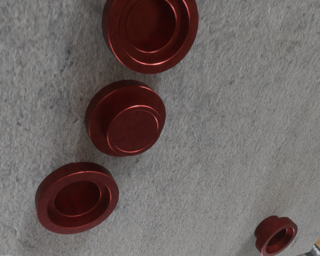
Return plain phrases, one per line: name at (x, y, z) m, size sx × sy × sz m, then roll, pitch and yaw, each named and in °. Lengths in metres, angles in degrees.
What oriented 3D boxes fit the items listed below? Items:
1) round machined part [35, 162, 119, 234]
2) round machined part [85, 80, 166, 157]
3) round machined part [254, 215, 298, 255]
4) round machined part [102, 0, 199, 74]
round machined part at (-0.105, 0.082, 0.390) m, size 0.099 × 0.042 × 0.097 m, roll -14°, pitch 125°, yaw -21°
round machined part at (-0.037, -0.005, 0.374) m, size 0.099 × 0.042 × 0.097 m, roll -14°, pitch 125°, yaw -21°
round machined part at (0.248, 0.232, 0.679) m, size 0.099 × 0.042 × 0.097 m, roll -14°, pitch 125°, yaw -21°
round machined part at (-0.013, -0.109, 0.322) m, size 0.099 × 0.042 × 0.097 m, roll -14°, pitch 125°, yaw -21°
